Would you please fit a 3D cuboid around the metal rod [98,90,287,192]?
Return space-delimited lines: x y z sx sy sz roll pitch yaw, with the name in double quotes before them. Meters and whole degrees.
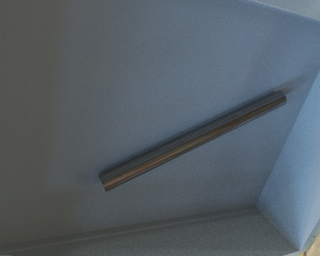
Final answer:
"metal rod" 0.056 0.013 0.449 0.302 0.025 0.025 -25 128 -14
